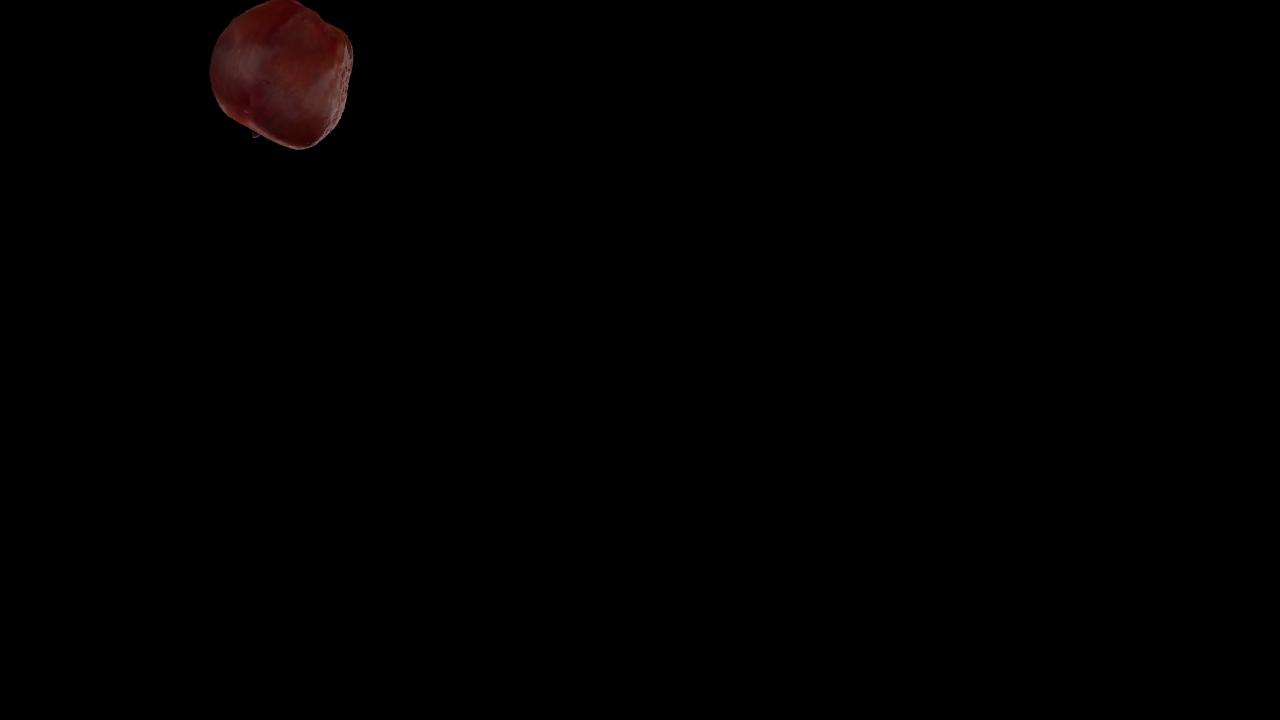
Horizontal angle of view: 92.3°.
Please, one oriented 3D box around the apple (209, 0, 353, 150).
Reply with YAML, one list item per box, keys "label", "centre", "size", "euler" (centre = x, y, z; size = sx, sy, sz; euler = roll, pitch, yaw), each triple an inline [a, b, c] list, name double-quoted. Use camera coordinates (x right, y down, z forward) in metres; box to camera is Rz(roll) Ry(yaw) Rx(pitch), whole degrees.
- label: "apple"
  centre: [-0.236, -0.188, 0.408]
  size: [0.079, 0.093, 0.079]
  euler: [32, 10, -6]
